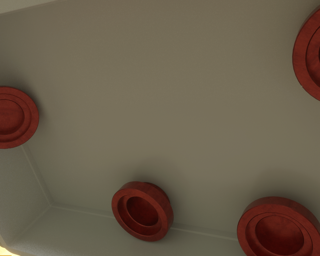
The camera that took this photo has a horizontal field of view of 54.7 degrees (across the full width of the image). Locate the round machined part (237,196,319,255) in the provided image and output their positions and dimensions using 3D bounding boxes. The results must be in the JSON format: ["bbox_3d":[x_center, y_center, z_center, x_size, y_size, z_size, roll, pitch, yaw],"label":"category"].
[{"bbox_3d":[0.151,0.130,0.390,0.098,0.042,0.097,9,110,26],"label":"round machined part"}]

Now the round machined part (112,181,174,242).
[{"bbox_3d":[-0.023,0.124,0.483,0.098,0.042,0.097,12,119,23],"label":"round machined part"}]

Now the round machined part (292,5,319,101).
[{"bbox_3d":[0.168,-0.069,0.266,0.098,0.042,0.097,13,124,21],"label":"round machined part"}]

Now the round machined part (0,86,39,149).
[{"bbox_3d":[-0.248,-0.019,0.492,0.042,0.099,0.097,23,137,59],"label":"round machined part"}]
